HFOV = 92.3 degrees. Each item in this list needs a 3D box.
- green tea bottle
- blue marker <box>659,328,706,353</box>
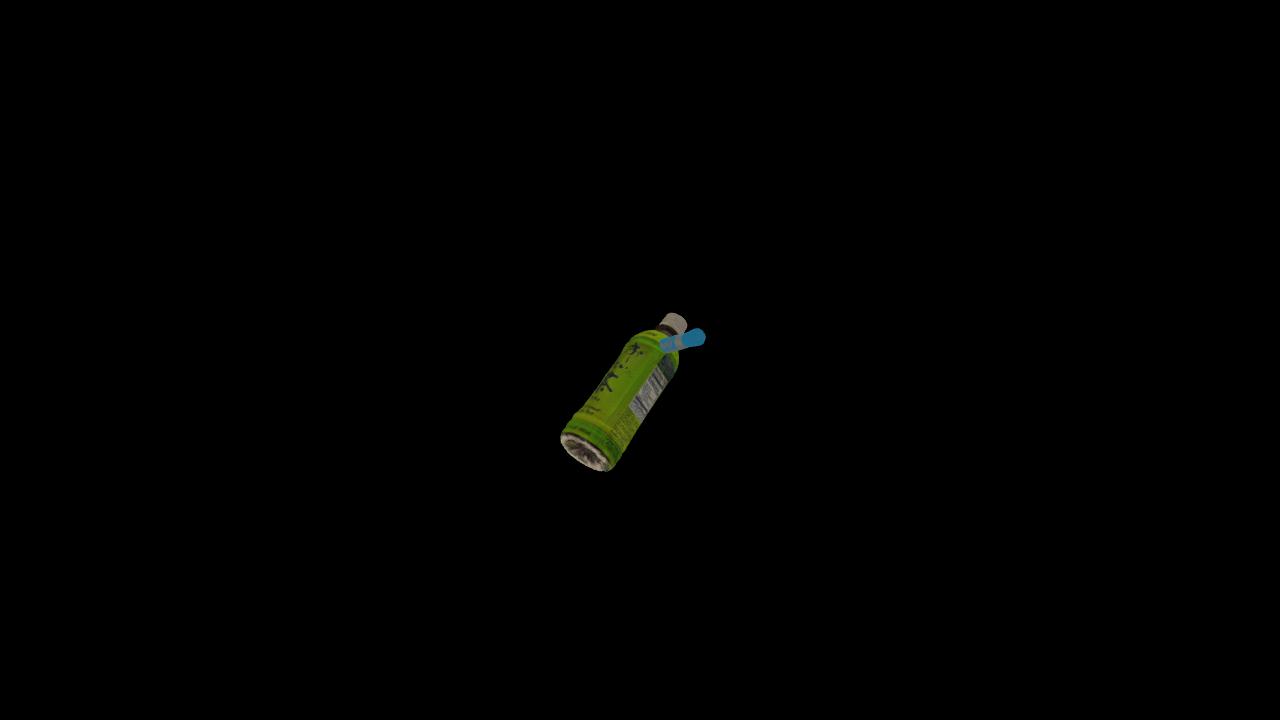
[{"bbox_3d":[-0.006,0.027,0.709,0.073,0.073,0.212,0,43,46],"label":"green tea bottle"},{"bbox_3d":[0.037,-0.018,0.691,0.020,0.020,0.121,0,-7,-27],"label":"blue marker"}]
